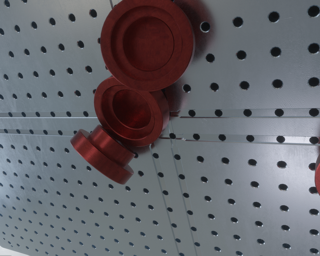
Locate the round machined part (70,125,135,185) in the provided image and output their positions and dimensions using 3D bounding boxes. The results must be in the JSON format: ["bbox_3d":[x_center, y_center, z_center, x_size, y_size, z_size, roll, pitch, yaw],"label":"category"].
[{"bbox_3d":[-0.073,0.032,0.437,0.098,0.098,0.042,40,87,1],"label":"round machined part"}]

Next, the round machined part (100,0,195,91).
[{"bbox_3d":[-0.011,-0.091,0.337,0.098,0.042,0.097,3,104,11],"label":"round machined part"}]

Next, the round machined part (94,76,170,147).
[{"bbox_3d":[-0.032,-0.028,0.401,0.098,0.042,0.097,13,125,21],"label":"round machined part"}]

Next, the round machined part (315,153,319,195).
[{"bbox_3d":[0.213,0.044,0.315,0.098,0.042,0.097,13,124,21],"label":"round machined part"}]
